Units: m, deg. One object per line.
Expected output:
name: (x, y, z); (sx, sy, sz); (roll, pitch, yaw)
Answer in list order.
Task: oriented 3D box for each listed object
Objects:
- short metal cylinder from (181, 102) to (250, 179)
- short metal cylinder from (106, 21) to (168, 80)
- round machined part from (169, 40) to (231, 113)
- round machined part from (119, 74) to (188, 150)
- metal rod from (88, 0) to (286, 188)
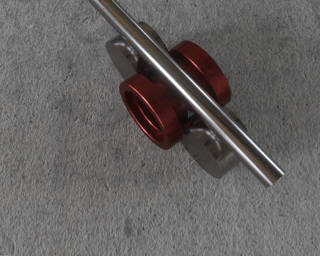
short metal cylinder: (0.065, 0.014, 0.375); (0.050, 0.080, 0.080); (-37, 75, -13)
short metal cylinder: (-0.028, -0.094, 0.414); (0.050, 0.080, 0.080); (-37, 75, -13)
round machined part: (0.040, -0.057, 0.392); (0.042, 0.098, 0.098); (-39, 75, -8)
round machined part: (-0.003, -0.025, 0.378); (0.042, 0.098, 0.098); (-37, 74, -16)
metal rod: (0.018, -0.056, 0.346); (0.025, 0.025, 0.300); (-38, 75, -13)
